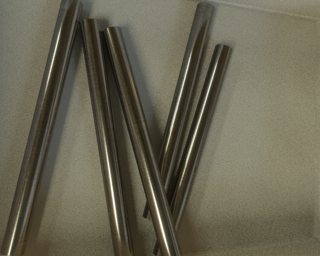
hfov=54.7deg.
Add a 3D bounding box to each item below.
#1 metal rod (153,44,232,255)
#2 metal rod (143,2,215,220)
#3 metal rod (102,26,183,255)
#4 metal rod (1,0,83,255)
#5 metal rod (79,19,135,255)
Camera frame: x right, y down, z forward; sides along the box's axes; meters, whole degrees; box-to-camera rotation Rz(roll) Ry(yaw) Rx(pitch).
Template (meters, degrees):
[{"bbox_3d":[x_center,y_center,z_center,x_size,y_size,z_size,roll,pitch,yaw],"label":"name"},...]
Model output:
[{"bbox_3d":[0.047,0.028,0.427,0.025,0.025,0.299,20,83,-19],"label":"metal rod"},{"bbox_3d":[0.027,-0.025,0.420,0.025,0.025,0.299,16,84,-19],"label":"metal rod"},{"bbox_3d":[-0.022,0.022,0.384,0.025,0.025,0.298,-15,88,-19],"label":"metal rod"},{"bbox_3d":[-0.135,-0.006,0.360,0.025,0.025,0.298,13,86,-20],"label":"metal rod"},{"bbox_3d":[-0.065,0.018,0.386,0.025,0.025,0.298,-9,93,-20],"label":"metal rod"}]
